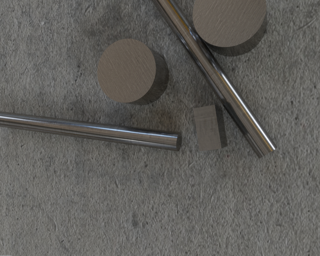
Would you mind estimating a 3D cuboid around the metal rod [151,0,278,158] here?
[{"bbox_3d":[0.049,-0.096,0.391,0.025,0.025,0.299,-35,79,16],"label":"metal rod"}]

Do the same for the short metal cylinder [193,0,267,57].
[{"bbox_3d":[0.084,-0.130,0.366,0.080,0.050,0.080,0,90,20],"label":"short metal cylinder"}]

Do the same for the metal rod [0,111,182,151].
[{"bbox_3d":[-0.116,0.002,0.449,0.301,0.025,0.025,7,92,19],"label":"metal rod"}]

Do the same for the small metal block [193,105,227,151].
[{"bbox_3d":[0.062,0.000,0.374,0.025,0.050,0.050,-9,87,20],"label":"small metal block"}]

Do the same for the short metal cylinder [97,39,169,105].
[{"bbox_3d":[-0.034,-0.071,0.408,0.080,0.050,0.080,0,90,20],"label":"short metal cylinder"}]
